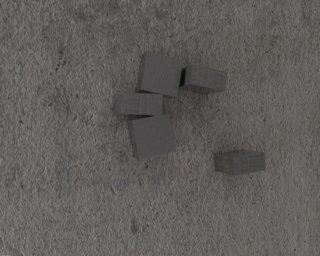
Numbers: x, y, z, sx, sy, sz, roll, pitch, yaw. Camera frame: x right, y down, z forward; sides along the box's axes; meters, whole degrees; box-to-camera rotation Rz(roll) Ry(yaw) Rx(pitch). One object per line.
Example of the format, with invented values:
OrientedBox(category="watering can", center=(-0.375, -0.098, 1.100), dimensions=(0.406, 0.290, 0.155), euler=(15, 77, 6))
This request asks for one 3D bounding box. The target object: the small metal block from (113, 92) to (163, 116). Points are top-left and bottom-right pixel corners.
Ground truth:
OrientedBox(category="small metal block", center=(-0.029, -0.028, 0.385), dimensions=(0.050, 0.050, 0.025), euler=(0, 90, -20))

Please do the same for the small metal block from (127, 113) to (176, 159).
OrientedBox(category="small metal block", center=(-0.012, 0.010, 0.404), dimensions=(0.050, 0.025, 0.050), euler=(-12, 95, -20))

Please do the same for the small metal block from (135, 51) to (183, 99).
OrientedBox(category="small metal block", center=(-0.001, -0.069, 0.408), dimensions=(0.050, 0.025, 0.050), euler=(10, 87, -20))

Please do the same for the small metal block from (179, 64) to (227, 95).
OrientedBox(category="small metal block", center=(0.054, -0.064, 0.415), dimensions=(0.050, 0.050, 0.025), euler=(8, 87, -20))

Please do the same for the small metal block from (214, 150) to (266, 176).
OrientedBox(category="small metal block", center=(0.111, 0.048, 0.437), dimensions=(0.050, 0.050, 0.025), euler=(-6, 92, -20))
